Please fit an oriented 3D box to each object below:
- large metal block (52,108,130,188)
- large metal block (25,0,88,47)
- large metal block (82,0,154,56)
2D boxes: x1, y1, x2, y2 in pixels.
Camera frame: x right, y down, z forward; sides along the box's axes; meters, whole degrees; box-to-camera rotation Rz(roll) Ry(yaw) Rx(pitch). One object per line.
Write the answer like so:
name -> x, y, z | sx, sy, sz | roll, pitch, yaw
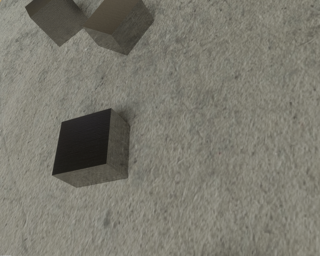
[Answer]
large metal block -> -0.089, 0.028, 0.416 | 0.080, 0.050, 0.080 | -14, 56, 20
large metal block -> -0.199, -0.222, 0.606 | 0.080, 0.080, 0.050 | -38, 51, 2
large metal block -> -0.072, -0.180, 0.534 | 0.080, 0.050, 0.080 | 27, 76, 36
